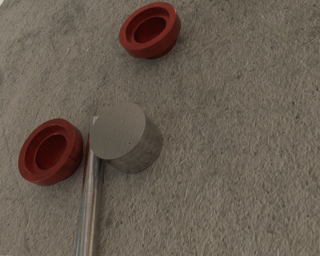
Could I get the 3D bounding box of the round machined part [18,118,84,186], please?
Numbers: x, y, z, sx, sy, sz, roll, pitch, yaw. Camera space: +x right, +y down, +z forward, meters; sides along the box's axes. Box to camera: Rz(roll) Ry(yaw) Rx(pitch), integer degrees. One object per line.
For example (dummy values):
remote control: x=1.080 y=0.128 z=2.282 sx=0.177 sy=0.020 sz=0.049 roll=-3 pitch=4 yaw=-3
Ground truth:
round machined part: x=-0.151 y=0.038 z=0.449 sx=0.098 sy=0.042 sz=0.098 roll=-13 pitch=56 yaw=21

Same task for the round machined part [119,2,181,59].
round machined part: x=-0.012 y=-0.148 z=0.490 sx=0.098 sy=0.042 sz=0.098 roll=-13 pitch=56 yaw=21

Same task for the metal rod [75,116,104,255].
metal rod: x=-0.087 y=0.116 z=0.378 sx=0.025 sy=0.025 sz=0.299 roll=-16 pitch=55 yaw=19

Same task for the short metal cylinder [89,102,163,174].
short metal cylinder: x=-0.043 y=0.014 z=0.402 sx=0.080 sy=0.050 sz=0.080 roll=-13 pitch=56 yaw=21
